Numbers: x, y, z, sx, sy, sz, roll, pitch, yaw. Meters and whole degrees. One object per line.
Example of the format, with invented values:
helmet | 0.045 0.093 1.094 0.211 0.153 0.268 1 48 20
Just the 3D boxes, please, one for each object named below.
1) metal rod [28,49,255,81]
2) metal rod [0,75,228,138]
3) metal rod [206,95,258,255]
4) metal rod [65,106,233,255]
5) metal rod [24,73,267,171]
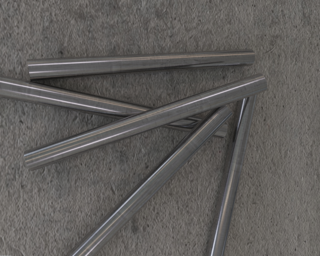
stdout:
metal rod | -0.008 -0.085 0.405 0.302 0.025 0.025 -8 93 -20
metal rod | -0.050 -0.023 0.390 0.302 0.025 0.025 10 87 -20
metal rod | 0.102 0.075 0.446 0.025 0.025 0.299 15 85 -20
metal rod | -0.020 0.079 0.386 0.301 0.025 0.025 -44 104 -9
metal rod | -0.009 -0.011 0.378 0.302 0.025 0.025 -19 97 -9
